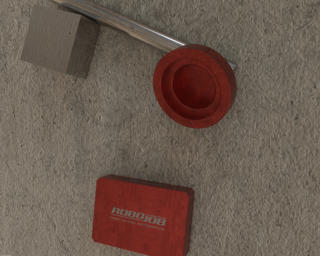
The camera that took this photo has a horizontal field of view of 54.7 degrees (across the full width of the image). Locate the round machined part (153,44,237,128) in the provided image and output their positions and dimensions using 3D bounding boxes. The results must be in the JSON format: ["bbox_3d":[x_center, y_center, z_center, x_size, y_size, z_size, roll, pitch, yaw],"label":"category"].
[{"bbox_3d":[0.044,-0.052,0.370,0.098,0.042,0.097,16,124,26],"label":"round machined part"}]

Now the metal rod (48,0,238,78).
[{"bbox_3d":[-0.037,-0.135,0.421,0.301,0.025,0.025,28,99,17],"label":"metal rod"}]

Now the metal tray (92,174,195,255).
[{"bbox_3d":[-0.024,0.117,0.415,0.130,0.030,0.089,6,92,19],"label":"metal tray"}]

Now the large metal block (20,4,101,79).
[{"bbox_3d":[-0.142,-0.123,0.446,0.080,0.050,0.080,19,96,19],"label":"large metal block"}]
